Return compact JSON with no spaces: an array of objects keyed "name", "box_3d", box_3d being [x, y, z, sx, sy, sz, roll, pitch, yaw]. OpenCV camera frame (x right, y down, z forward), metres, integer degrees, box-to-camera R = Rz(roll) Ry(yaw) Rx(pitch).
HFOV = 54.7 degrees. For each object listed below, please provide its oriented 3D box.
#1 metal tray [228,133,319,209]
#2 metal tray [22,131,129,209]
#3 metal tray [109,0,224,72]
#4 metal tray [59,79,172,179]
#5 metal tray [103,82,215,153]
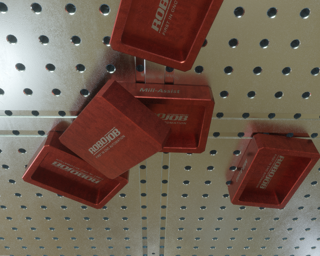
[{"name":"metal tray","box_3d":[0.167,0.070,0.470,0.091,0.030,0.129,7,130,-7]},{"name":"metal tray","box_3d":[-0.123,0.067,0.463,0.131,0.030,0.090,29,124,-23]},{"name":"metal tray","box_3d":[0.011,-0.127,0.300,0.091,0.030,0.129,15,129,-13]},{"name":"metal tray","box_3d":[-0.059,0.009,0.376,0.090,0.030,0.129,40,139,-13]},{"name":"metal tray","box_3d":[-0.003,-0.011,0.399,0.131,0.030,0.089,2,130,-3]}]
